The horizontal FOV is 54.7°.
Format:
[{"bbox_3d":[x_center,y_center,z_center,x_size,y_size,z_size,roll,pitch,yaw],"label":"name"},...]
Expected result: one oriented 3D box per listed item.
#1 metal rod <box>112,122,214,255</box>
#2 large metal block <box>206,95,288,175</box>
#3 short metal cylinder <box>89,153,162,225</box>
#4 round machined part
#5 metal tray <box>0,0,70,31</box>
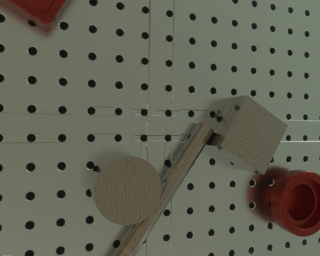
[{"bbox_3d":[-0.017,0.120,0.406,0.025,0.025,0.300,38,78,-16],"label":"metal rod"},{"bbox_3d":[0.122,0.010,0.444,0.080,0.050,0.080,33,79,-17],"label":"large metal block"},{"bbox_3d":[-0.044,0.073,0.383,0.081,0.050,0.079,0,90,-20],"label":"short metal cylinder"},{"bbox_3d":[0.212,0.113,0.482,0.099,0.042,0.097,0,90,-20],"label":"round machined part"},{"bbox_3d":[-0.136,-0.193,0.359,0.090,0.030,0.130,32,80,-17],"label":"metal tray"}]
